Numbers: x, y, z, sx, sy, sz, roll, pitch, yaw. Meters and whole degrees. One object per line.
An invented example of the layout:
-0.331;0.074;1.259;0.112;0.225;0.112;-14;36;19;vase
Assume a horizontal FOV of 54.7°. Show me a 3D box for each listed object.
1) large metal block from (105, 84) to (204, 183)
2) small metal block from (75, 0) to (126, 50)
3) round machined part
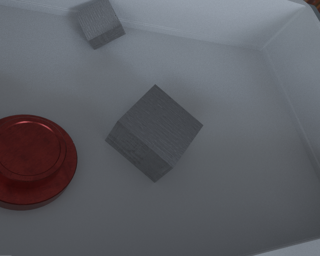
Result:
-0.006;0.006;0.384;0.080;0.050;0.080;41;51;-1;large metal block
-0.084;-0.147;0.435;0.050;0.025;0.050;-27;74;0;small metal block
-0.132;0.028;0.307;0.099;0.042;0.098;14;56;-21;round machined part
